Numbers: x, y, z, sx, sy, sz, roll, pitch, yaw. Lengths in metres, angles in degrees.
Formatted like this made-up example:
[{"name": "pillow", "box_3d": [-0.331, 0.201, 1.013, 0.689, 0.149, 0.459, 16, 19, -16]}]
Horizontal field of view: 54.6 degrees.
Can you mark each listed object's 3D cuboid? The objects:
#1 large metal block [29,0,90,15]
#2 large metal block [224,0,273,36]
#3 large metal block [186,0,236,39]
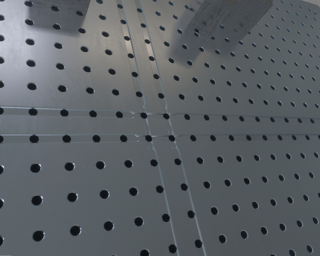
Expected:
[{"name": "large metal block", "box_3d": [-0.145, -0.219, 0.448, 0.081, 0.050, 0.080, 2, 61, -27]}, {"name": "large metal block", "box_3d": [0.159, -0.241, 0.605, 0.080, 0.080, 0.050, 22, 53, -15]}, {"name": "large metal block", "box_3d": [0.093, -0.224, 0.559, 0.050, 0.080, 0.080, 21, 54, -15]}]
